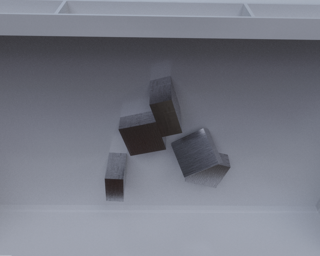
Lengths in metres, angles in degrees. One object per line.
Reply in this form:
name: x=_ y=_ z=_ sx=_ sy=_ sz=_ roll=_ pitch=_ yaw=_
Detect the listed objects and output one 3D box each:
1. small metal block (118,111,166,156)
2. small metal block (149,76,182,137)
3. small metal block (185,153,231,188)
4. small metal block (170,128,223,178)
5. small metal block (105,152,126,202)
small metal block: x=-0.022 y=0.007 z=0.415 sx=0.050 sy=0.025 sz=0.050 roll=-11 pitch=130 yaw=9
small metal block: x=0.007 y=-0.026 z=0.371 sx=0.025 sy=0.050 sz=0.050 roll=-12 pitch=129 yaw=10
small metal block: x=0.069 y=0.060 z=0.461 sx=0.050 sy=0.025 sz=0.050 roll=14 pitch=129 yaw=-12
small metal block: x=0.049 y=0.034 z=0.419 sx=0.050 sy=0.050 sz=0.025 roll=-26 pitch=168 yaw=20
small metal block: x=-0.064 y=0.072 z=0.453 sx=0.025 sy=0.050 sz=0.050 roll=3 pitch=130 yaw=-3
